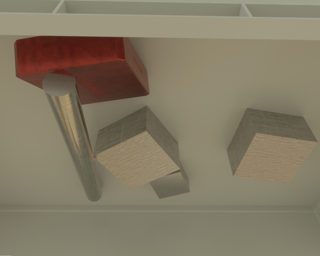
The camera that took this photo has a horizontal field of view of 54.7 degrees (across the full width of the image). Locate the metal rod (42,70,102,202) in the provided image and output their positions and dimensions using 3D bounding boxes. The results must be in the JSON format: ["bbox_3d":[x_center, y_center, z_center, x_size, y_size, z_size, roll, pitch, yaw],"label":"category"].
[{"bbox_3d":[-0.092,0.036,0.370,0.025,0.025,0.299,4,151,-4],"label":"metal rod"}]

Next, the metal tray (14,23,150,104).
[{"bbox_3d":[-0.066,-0.054,0.306,0.090,0.030,0.130,-8,173,6],"label":"metal tray"}]

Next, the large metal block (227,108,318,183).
[{"bbox_3d":[0.146,0.025,0.417,0.081,0.050,0.079,8,130,-8],"label":"large metal block"}]

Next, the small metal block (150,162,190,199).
[{"bbox_3d":[0.014,0.080,0.477,0.050,0.025,0.050,-16,129,12],"label":"small metal block"}]

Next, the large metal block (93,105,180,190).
[{"bbox_3d":[-0.029,0.029,0.417,0.080,0.050,0.080,-26,126,20],"label":"large metal block"}]
